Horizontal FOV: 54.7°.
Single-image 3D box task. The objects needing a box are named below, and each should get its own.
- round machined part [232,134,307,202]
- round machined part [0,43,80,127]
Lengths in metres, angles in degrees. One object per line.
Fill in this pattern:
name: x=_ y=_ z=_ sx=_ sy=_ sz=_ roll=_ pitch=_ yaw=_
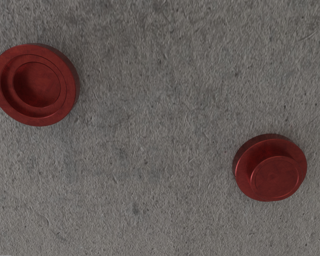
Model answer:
round machined part: x=0.153 y=0.060 z=0.424 sx=0.099 sy=0.042 sz=0.097 roll=0 pitch=110 yaw=0
round machined part: x=-0.147 y=-0.054 z=0.379 sx=0.099 sy=0.042 sz=0.097 roll=0 pitch=110 yaw=0
